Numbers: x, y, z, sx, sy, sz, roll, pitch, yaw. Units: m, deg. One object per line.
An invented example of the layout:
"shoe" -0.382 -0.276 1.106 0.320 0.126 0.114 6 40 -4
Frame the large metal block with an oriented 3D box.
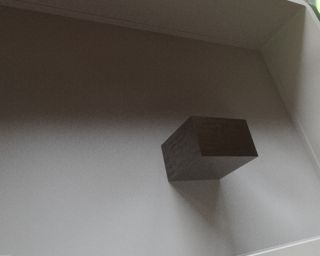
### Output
"large metal block" 0.058 0.028 0.386 0.081 0.080 0.050 3 61 -27
